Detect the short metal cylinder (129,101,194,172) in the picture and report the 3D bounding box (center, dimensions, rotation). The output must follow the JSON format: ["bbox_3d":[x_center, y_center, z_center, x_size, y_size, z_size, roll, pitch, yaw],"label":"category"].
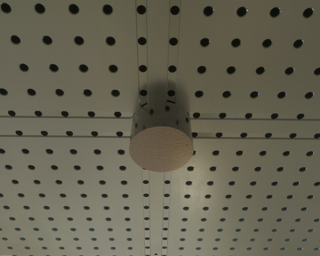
[{"bbox_3d":[0.002,0.012,0.405,0.080,0.050,0.080,0,130,0],"label":"short metal cylinder"}]
